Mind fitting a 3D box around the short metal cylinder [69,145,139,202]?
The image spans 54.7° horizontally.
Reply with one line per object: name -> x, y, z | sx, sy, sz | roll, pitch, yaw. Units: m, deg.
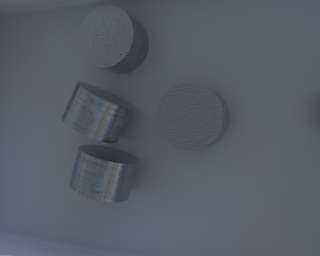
short metal cylinder -> -0.073, 0.057, 0.407 | 0.080, 0.080, 0.050 | 18, 96, 19

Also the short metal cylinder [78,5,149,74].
short metal cylinder -> -0.062, -0.117, 0.419 | 0.080, 0.050, 0.080 | 0, 90, 20

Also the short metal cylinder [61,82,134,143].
short metal cylinder -> -0.081, -0.021, 0.410 | 0.080, 0.080, 0.050 | 30, 100, 17

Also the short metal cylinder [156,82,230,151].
short metal cylinder -> 0.042, -0.014, 0.382 | 0.080, 0.050, 0.080 | 0, 90, 20
